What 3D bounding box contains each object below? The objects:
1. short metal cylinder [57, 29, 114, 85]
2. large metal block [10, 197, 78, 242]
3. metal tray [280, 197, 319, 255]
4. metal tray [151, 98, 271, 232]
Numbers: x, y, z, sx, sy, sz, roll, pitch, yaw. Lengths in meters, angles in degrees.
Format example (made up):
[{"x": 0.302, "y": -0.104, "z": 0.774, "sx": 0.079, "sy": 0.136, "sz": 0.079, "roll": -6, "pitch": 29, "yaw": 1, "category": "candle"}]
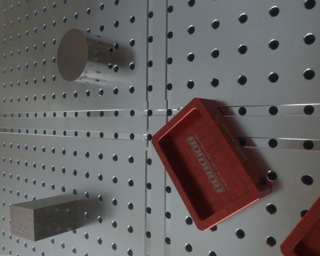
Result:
[{"x": -0.119, "y": -0.111, "z": 0.491, "sx": 0.080, "sy": 0.050, "sz": 0.079, "roll": 0, "pitch": 90, "yaw": 40, "category": "short metal cylinder"}, {"x": -0.202, "y": 0.155, "z": 0.541, "sx": 0.080, "sy": 0.081, "sz": 0.050, "roll": -5, "pitch": 87, "yaw": 40, "category": "large metal block"}, {"x": 0.181, "y": 0.115, "z": 0.256, "sx": 0.130, "sy": 0.030, "sz": 0.089, "roll": 41, "pitch": 115, "yaw": 32, "category": "metal tray"}, {"x": 0.053, "y": 0.041, "z": 0.362, "sx": 0.090, "sy": 0.030, "sz": 0.130, "roll": -43, "pitch": 64, "yaw": 31, "category": "metal tray"}]
